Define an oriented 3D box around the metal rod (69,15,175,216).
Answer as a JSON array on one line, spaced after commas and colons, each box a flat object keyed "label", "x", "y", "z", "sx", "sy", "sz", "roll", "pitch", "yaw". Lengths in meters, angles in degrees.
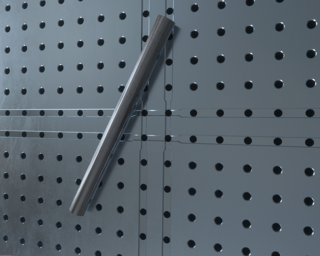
[{"label": "metal rod", "x": -0.056, "y": -0.011, "z": 0.431, "sx": 0.025, "sy": 0.025, "sz": 0.298, "roll": 29, "pitch": 99, "yaw": 17}]
